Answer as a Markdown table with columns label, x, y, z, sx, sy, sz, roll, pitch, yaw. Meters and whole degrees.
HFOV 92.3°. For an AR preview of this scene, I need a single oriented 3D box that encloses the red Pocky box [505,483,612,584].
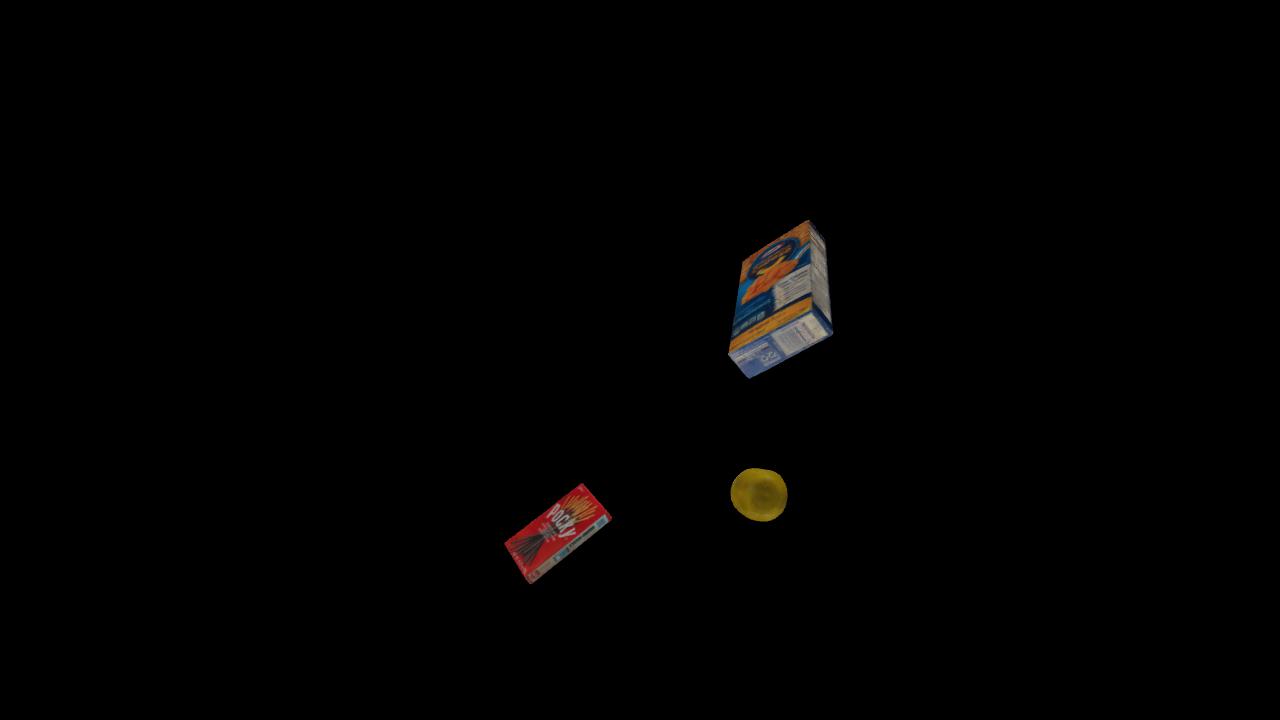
| label | x | y | z | sx | sy | sz | roll | pitch | yaw |
| --- | --- | --- | --- | --- | --- | --- | --- | --- | --- |
| red Pocky box | -0.127 | 0.264 | 0.950 | 0.155 | 0.028 | 0.083 | -36 | 39 | -16 |

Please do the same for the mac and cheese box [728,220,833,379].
| label | x | y | z | sx | sy | sz | roll | pitch | yaw |
| --- | --- | --- | --- | --- | --- | --- | --- | --- | --- |
| mac and cheese box | 0.143 | -0.067 | 0.622 | 0.093 | 0.041 | 0.184 | -33 | 23 | 31 |

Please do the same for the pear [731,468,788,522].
| label | x | y | z | sx | sy | sz | roll | pitch | yaw |
| --- | --- | --- | --- | --- | --- | --- | --- | --- | --- |
| pear | 0.169 | 0.189 | 0.887 | 0.080 | 0.080 | 0.111 | 0 | 0 | 4 |
